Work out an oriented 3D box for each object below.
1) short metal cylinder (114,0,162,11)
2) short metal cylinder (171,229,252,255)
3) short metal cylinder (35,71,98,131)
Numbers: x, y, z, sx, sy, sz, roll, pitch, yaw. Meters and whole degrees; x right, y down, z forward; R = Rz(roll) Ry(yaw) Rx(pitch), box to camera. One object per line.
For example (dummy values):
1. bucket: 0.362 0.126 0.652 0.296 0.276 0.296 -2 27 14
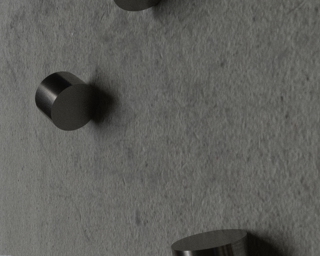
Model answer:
1. short metal cylinder: -0.030 -0.196 0.392 0.080 0.081 0.050 -35 69 34
2. short metal cylinder: 0.056 0.141 0.322 0.080 0.081 0.050 -19 78 38
3. short metal cylinder: -0.145 -0.042 0.486 0.050 0.081 0.079 35 111 34
